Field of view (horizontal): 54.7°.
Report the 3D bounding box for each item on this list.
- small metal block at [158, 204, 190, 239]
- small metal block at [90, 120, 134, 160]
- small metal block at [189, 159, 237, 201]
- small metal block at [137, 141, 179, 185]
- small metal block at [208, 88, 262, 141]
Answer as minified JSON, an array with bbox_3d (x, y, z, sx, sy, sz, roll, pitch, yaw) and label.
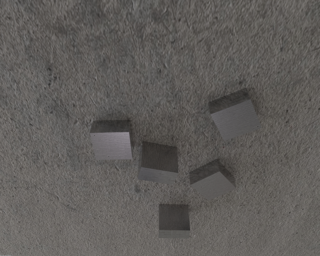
[{"bbox_3d":[0.023,0.158,0.525,0.050,0.050,0.025,2,130,-2],"label":"small metal block"},{"bbox_3d":[-0.064,0.017,0.421,0.050,0.025,0.050,-1,130,1],"label":"small metal block"},{"bbox_3d":[0.081,0.081,0.477,0.050,0.025,0.050,-31,124,23],"label":"small metal block"},{"bbox_3d":[-0.003,0.048,0.432,0.050,0.050,0.025,11,129,-9],"label":"small metal block"},{"bbox_3d":[0.095,-0.016,0.394,0.050,0.025,0.050,-21,127,17],"label":"small metal block"}]
